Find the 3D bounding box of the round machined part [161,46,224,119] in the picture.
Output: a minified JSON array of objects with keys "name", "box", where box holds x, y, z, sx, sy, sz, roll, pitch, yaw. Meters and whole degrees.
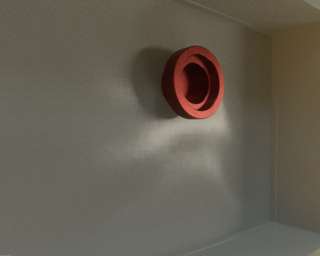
[{"name":"round machined part","box":[0.041,-0.061,0.428,0.099,0.042,0.097,0,90,-40]}]
